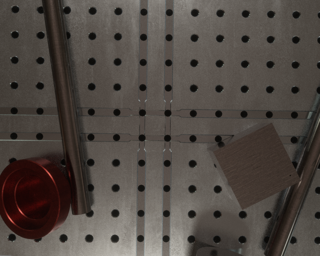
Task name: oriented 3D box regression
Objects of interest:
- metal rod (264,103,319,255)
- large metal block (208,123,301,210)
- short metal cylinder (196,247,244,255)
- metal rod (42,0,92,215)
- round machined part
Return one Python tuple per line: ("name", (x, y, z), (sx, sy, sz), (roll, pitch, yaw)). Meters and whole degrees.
("metal rod", (0.204, 0.034, 0.416), (0.025, 0.025, 0.299), (21, 90, -1))
("large metal block", (0.119, 0.047, 0.403), (0.080, 0.050, 0.080), (-26, 90, -1))
("short metal cylinder", (0.080, 0.191, 0.387), (0.080, 0.080, 0.050), (12, 90, -1))
("metal rod", (-0.125, -0.036, 0.411), (0.025, 0.025, 0.298), (-8, 90, 0))
("round machined part", (-0.154, 0.085, 0.392), (0.098, 0.042, 0.097), (1, 93, 20))
